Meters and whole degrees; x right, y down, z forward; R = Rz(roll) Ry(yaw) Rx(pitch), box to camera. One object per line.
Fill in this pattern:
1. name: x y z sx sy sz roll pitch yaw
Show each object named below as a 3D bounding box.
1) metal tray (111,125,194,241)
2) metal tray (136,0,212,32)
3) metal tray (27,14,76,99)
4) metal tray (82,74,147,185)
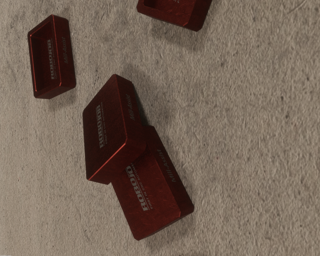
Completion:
1. metal tray: -0.021 0.072 0.417 0.090 0.030 0.130 -40 66 32
2. metal tray: 0.029 -0.193 0.375 0.090 0.030 0.129 31 109 35
3. metal tray: -0.198 -0.126 0.561 0.090 0.030 0.129 -14 81 38
4. metal tray: -0.067 -0.001 0.423 0.090 0.030 0.130 -44 42 29
